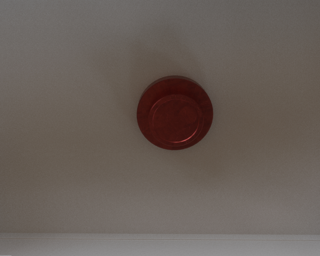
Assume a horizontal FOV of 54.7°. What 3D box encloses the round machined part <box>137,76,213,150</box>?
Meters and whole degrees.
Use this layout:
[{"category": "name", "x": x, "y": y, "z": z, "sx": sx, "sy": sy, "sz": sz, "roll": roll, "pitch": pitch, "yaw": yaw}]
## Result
[{"category": "round machined part", "x": 0.019, "y": -0.015, "z": 0.397, "sx": 0.099, "sy": 0.042, "sz": 0.097, "roll": 0, "pitch": 110, "yaw": -1}]
